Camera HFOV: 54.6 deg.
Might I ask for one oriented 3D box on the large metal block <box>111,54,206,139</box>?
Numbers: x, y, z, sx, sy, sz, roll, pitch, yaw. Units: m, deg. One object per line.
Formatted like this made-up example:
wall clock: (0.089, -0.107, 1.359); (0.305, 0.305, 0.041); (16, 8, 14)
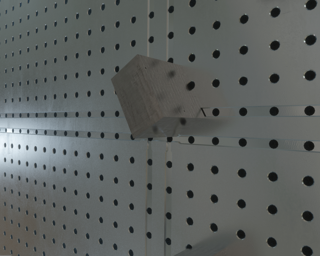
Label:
large metal block: (-0.001, -0.035, 0.376); (0.050, 0.081, 0.080); (-35, 68, 35)

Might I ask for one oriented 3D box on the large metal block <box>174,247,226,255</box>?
large metal block: (0.038, 0.186, 0.343); (0.050, 0.081, 0.080); (-16, 80, 39)
